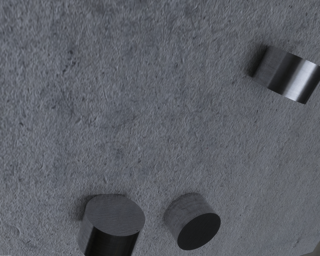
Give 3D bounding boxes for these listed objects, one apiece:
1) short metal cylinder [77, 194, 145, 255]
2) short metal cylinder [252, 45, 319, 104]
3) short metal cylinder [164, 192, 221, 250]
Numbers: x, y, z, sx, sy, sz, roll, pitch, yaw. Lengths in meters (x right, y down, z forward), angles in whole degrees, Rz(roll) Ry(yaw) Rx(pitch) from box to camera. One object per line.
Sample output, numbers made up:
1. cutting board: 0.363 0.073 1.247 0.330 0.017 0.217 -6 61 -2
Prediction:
1. short metal cylinder: -0.066 0.135 0.418 0.081 0.080 0.050 5 116 -31
2. short metal cylinder: 0.174 -0.073 0.421 0.081 0.080 0.050 11 113 -33
3. short metal cylinder: 0.053 0.155 0.515 0.081 0.050 0.079 -14 124 -21
